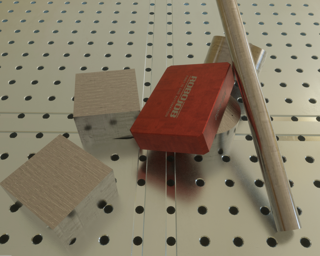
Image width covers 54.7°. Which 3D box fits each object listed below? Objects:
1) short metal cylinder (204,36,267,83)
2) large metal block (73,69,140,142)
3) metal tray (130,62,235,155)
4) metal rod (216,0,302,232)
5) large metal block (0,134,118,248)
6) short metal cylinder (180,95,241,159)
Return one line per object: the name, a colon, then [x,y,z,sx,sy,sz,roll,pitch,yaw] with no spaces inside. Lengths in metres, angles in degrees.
short metal cylinder: [0.106,-0.094,0.444,0.080,0.050,0.080,18,9,-3]
large metal block: [-0.069,-0.032,0.417,0.081,0.050,0.080,-6,50,-5]
metal tray: [0.031,-0.029,0.381,0.090,0.030,0.130,3,47,29]
metal rod: [0.110,-0.035,0.365,0.025,0.025,0.299,-8,73,-7]
large metal block: [-0.105,0.065,0.336,0.080,0.050,0.080,30,56,22]
short metal cylinder: [0.058,-0.008,0.398,0.080,0.050,0.080,0,50,0]
